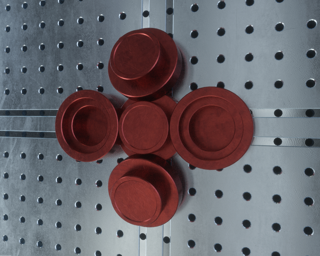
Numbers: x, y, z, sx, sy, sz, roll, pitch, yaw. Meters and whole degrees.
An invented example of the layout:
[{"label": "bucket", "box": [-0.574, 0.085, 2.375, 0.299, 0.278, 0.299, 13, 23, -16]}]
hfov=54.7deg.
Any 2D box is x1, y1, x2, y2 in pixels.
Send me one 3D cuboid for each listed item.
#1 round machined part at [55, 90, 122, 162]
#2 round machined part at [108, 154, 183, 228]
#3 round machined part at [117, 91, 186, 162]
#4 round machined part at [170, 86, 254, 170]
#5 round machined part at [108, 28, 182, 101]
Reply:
[{"label": "round machined part", "box": [-0.093, -0.003, 0.435, 0.098, 0.042, 0.097, 0, 90, 19]}, {"label": "round machined part", "box": [-0.024, 0.085, 0.399, 0.098, 0.042, 0.097, 5, 106, 18]}, {"label": "round machined part", "box": [-0.015, -0.001, 0.407, 0.098, 0.042, 0.097, 0, 90, 19]}, {"label": "round machined part", "box": [0.065, 0.000, 0.380, 0.098, 0.042, 0.097, 0, 90, 19]}, {"label": "round machined part", "box": [-0.025, -0.086, 0.399, 0.098, 0.042, 0.098, -5, 74, 20]}]
